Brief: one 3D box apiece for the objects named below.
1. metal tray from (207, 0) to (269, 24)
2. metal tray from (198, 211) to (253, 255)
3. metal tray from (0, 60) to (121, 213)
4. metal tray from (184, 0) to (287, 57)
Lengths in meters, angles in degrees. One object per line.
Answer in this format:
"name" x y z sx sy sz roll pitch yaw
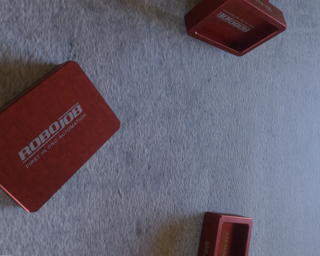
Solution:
"metal tray" 0.126 -0.233 0.509 0.131 0.030 0.090 -33 111 -35
"metal tray" 0.100 0.203 0.488 0.091 0.030 0.129 18 78 -39
"metal tray" -0.111 0.005 0.309 0.130 0.030 0.090 -48 119 -29
"metal tray" 0.112 -0.155 0.455 0.131 0.090 0.030 8 65 -40
